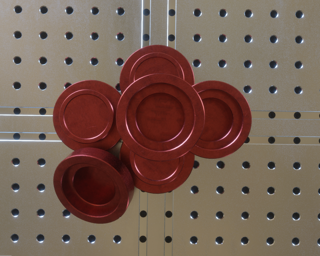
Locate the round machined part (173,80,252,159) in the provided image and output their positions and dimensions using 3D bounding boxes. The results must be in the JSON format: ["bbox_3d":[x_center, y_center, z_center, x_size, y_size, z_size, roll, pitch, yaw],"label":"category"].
[{"bbox_3d":[0.065,-0.011,0.405,0.099,0.042,0.097,0,90,0],"label":"round machined part"}]

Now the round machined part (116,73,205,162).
[{"bbox_3d":[0.001,-0.012,0.362,0.099,0.042,0.097,0,90,0],"label":"round machined part"}]

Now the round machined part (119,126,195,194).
[{"bbox_3d":[-0.004,0.038,0.404,0.099,0.042,0.097,0,90,0],"label":"round machined part"}]

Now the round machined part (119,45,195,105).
[{"bbox_3d":[-0.004,-0.060,0.405,0.099,0.042,0.097,0,90,0],"label":"round machined part"}]

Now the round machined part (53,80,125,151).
[{"bbox_3d":[-0.091,-0.014,0.404,0.099,0.042,0.097,0,90,0],"label":"round machined part"}]

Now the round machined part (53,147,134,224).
[{"bbox_3d":[-0.079,0.068,0.391,0.098,0.042,0.097,5,113,13],"label":"round machined part"}]
